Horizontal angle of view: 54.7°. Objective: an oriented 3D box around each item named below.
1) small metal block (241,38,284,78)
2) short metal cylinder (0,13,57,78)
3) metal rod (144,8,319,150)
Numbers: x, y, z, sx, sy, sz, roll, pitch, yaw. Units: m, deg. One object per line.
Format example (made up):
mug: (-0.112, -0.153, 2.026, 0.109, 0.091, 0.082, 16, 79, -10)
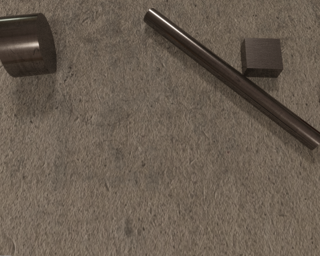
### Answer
small metal block: (0.146, -0.101, 0.447, 0.050, 0.025, 0.050, 2, 70, 0)
short metal cylinder: (-0.177, -0.111, 0.417, 0.050, 0.080, 0.080, -7, 70, -3)
metal rod: (0.095, -0.076, 0.436, 0.300, 0.025, 0.025, 41, 75, 13)
